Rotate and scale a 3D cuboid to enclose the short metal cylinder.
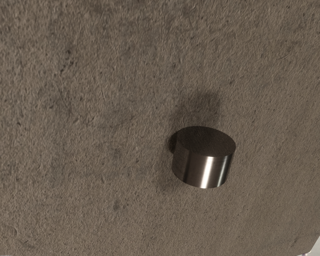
[{"bbox_3d":[0.059,0.038,0.429,0.081,0.080,0.050,-7,122,-26],"label":"short metal cylinder"}]
